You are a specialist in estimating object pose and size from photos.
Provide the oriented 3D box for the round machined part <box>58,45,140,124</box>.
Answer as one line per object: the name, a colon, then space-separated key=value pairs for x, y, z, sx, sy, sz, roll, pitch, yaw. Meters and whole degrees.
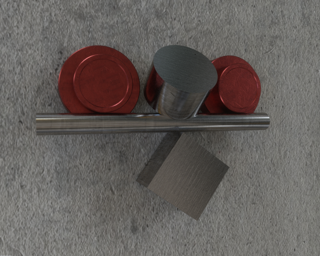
round machined part: x=-0.071 y=-0.051 z=0.374 sx=0.099 sy=0.042 sz=0.097 roll=0 pitch=90 yaw=-20

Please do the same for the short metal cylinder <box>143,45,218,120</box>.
short metal cylinder: x=0.024 y=-0.057 z=0.386 sx=0.081 sy=0.050 sz=0.080 roll=10 pitch=52 yaw=-13

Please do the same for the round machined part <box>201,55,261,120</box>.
round machined part: x=0.102 y=-0.054 z=0.439 sx=0.099 sy=0.042 sz=0.097 roll=0 pitch=90 yaw=-20

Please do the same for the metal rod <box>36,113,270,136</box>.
metal rod: x=0.007 y=-0.007 z=0.390 sx=0.303 sy=0.025 sz=0.025 roll=-1 pitch=91 yaw=-20

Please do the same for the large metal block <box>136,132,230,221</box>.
large metal block: x=0.029 y=0.060 z=0.406 sx=0.080 sy=0.050 sz=0.080 roll=37 pitch=78 yaw=-17
